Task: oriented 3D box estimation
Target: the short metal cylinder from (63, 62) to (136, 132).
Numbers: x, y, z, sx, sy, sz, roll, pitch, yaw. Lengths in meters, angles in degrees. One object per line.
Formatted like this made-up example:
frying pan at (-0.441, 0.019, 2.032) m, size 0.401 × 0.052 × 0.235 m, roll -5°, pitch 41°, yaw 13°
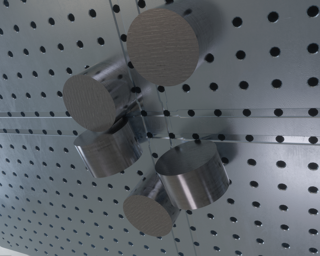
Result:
short metal cylinder at (-0.080, -0.042, 0.412) m, size 0.080 × 0.050 × 0.079 m, roll 13°, pitch 124°, yaw 21°

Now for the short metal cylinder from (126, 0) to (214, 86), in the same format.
short metal cylinder at (0.012, -0.091, 0.333) m, size 0.080 × 0.050 × 0.079 m, roll 13°, pitch 124°, yaw 21°

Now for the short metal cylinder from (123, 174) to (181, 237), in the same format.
short metal cylinder at (-0.009, 0.118, 0.473) m, size 0.080 × 0.050 × 0.079 m, roll 13°, pitch 124°, yaw 21°

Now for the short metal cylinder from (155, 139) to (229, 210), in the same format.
short metal cylinder at (0.040, 0.056, 0.389) m, size 0.080 × 0.080 × 0.050 m, roll -10°, pitch 113°, yaw 32°

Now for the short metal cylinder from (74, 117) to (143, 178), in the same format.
short metal cylinder at (-0.071, 0.025, 0.428) m, size 0.080 × 0.080 × 0.050 m, roll -10°, pitch 114°, yaw 32°
